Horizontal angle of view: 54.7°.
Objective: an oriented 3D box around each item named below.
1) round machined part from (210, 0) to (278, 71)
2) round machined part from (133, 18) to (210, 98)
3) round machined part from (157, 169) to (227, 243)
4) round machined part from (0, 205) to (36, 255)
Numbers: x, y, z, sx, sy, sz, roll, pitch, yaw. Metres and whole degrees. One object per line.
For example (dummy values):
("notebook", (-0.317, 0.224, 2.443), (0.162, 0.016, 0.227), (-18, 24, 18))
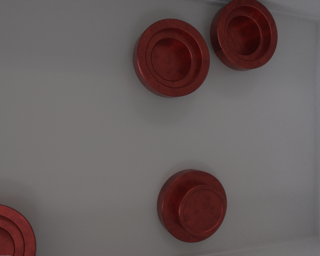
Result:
("round machined part", (0.114, -0.130, 0.443), (0.099, 0.042, 0.097), (0, 90, -20))
("round machined part", (0.012, -0.088, 0.405), (0.099, 0.042, 0.097), (0, 90, -20))
("round machined part", (0.049, 0.107, 0.420), (0.099, 0.042, 0.097), (0, 90, -20))
("round machined part", (-0.181, 0.132, 0.322), (0.099, 0.042, 0.098), (8, 64, -16))
